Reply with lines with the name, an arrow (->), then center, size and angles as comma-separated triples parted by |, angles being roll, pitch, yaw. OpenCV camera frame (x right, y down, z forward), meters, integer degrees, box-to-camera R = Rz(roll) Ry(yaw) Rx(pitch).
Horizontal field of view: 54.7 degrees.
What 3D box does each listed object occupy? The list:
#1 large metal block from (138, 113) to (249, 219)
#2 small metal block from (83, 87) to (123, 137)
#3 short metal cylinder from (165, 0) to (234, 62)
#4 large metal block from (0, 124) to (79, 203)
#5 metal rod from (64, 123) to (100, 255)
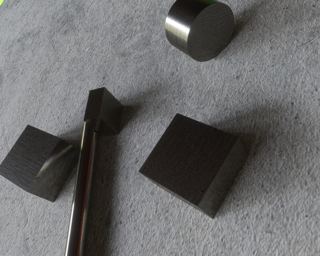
large metal block -> 0.038, 0.040, 0.343 | 0.080, 0.050, 0.080 | 24, 75, 36
small metal block -> -0.080, -0.022, 0.443 | 0.025, 0.050, 0.050 | -10, 57, 23
short metal cylinder -> 0.054, -0.138, 0.425 | 0.080, 0.080, 0.050 | -44, 51, -2
large metal block -> -0.173, 0.050, 0.448 | 0.080, 0.050, 0.080 | 17, 70, 34
metal rod -> -0.100, 0.092, 0.399 | 0.025, 0.025, 0.299 | -13, 56, 21
